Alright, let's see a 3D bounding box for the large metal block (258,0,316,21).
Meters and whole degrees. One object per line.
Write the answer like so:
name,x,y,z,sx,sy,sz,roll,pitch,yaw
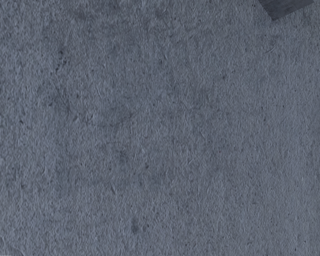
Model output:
large metal block,0.202,-0.214,0.454,0.050,0.080,0.080,47,76,-14
